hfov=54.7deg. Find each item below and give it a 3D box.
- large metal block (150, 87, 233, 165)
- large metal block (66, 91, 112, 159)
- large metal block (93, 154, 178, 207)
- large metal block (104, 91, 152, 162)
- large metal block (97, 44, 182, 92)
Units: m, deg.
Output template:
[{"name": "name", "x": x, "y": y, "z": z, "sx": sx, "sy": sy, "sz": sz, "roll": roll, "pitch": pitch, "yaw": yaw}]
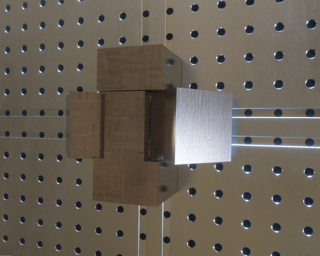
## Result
[{"name": "large metal block", "x": 0.037, "y": -0.002, "z": 0.361, "sx": 0.050, "sy": 0.081, "sz": 0.079, "roll": 1, "pitch": 90, "yaw": 57}, {"name": "large metal block", "x": -0.096, "y": -0.004, "z": 0.409, "sx": 0.050, "sy": 0.080, "sz": 0.079, "roll": 0, "pitch": 91, "yaw": -20}, {"name": "large metal block", "x": -0.028, "y": 0.061, "z": 0.391, "sx": 0.080, "sy": 0.080, "sz": 0.050, "roll": 1, "pitch": 91, "yaw": 19}, {"name": "large metal block", "x": -0.027, "y": -0.002, "z": 0.391, "sx": 0.050, "sy": 0.080, "sz": 0.079, "roll": 1, "pitch": 91, "yaw": 20}, {"name": "large metal block", "x": -0.023, "y": -0.068, "z": 0.389, "sx": 0.080, "sy": 0.080, "sz": 0.050, "roll": 1, "pitch": 91, "yaw": 19}]
